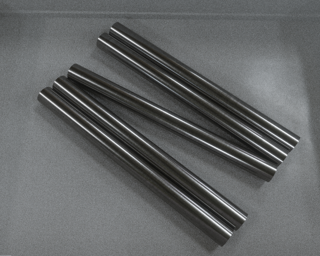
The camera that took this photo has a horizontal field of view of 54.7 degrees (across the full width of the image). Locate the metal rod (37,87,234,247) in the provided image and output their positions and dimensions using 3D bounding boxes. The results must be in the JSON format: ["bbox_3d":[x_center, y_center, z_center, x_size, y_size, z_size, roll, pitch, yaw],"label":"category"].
[{"bbox_3d":[-0.039,0.041,0.393,0.300,0.025,0.025,36,74,12],"label":"metal rod"}]

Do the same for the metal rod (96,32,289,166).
[{"bbox_3d":[0.036,-0.045,0.425,0.300,0.025,0.025,35,74,12],"label":"metal rod"}]

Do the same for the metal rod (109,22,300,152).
[{"bbox_3d":[0.053,-0.062,0.431,0.300,0.025,0.025,35,74,12],"label":"metal rod"}]

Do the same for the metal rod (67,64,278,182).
[{"bbox_3d":[0.009,-0.011,0.412,0.301,0.025,0.025,27,72,9],"label":"metal rod"}]

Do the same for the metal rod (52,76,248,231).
[{"bbox_3d":[-0.021,0.025,0.399,0.300,0.025,0.025,36,74,12],"label":"metal rod"}]
